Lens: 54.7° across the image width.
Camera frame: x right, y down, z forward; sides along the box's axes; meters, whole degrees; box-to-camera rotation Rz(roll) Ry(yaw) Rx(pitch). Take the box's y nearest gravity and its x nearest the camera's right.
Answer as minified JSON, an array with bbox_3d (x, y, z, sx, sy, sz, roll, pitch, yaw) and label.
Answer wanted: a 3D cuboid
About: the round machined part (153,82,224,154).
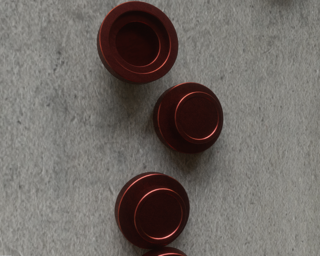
[{"bbox_3d":[0.044,-0.013,0.417,0.099,0.042,0.097,0,90,-21],"label":"round machined part"}]

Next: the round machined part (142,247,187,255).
[{"bbox_3d":[0.000,0.201,0.400,0.099,0.042,0.097,-1,93,-20],"label":"round machined part"}]

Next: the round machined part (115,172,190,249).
[{"bbox_3d":[-0.005,0.108,0.399,0.099,0.042,0.097,0,90,-20],"label":"round machined part"}]

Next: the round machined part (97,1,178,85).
[{"bbox_3d":[-0.030,-0.103,0.390,0.099,0.042,0.097,0,90,-21],"label":"round machined part"}]
